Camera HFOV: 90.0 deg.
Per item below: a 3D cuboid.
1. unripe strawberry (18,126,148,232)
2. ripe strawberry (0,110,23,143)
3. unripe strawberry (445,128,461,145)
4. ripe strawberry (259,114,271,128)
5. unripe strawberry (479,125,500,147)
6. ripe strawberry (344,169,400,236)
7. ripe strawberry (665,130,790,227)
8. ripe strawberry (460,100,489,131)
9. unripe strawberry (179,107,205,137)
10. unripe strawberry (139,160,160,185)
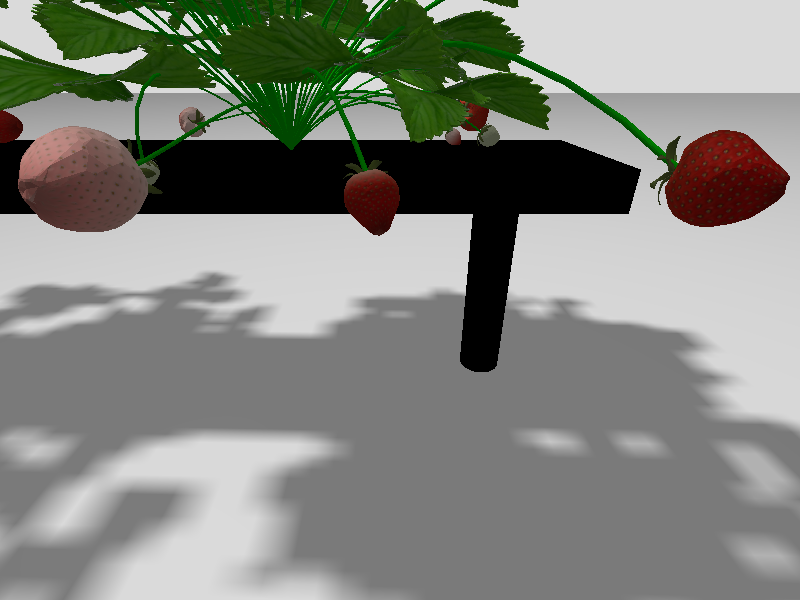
[{"bbox_3d":[-0.115,-0.042,0.144,0.036,0.038,0.038,3,29,6],"label":"unripe strawberry"},{"bbox_3d":[-0.349,-0.151,0.346,0.035,0.030,0.035,-3,29,-7],"label":"ripe strawberry"},{"bbox_3d":[0.047,-0.140,0.345,0.015,0.013,0.015,35,18,-24],"label":"unripe strawberry"},{"bbox_3d":[-0.158,-0.216,0.475,0.019,0.022,0.021,-11,5,-19],"label":"ripe strawberry"},{"bbox_3d":[0.077,-0.141,0.345,0.018,0.017,0.016,11,26,-13],"label":"unripe strawberry"},{"bbox_3d":[-0.010,-0.035,0.149,0.021,0.023,0.022,-11,-9,-19],"label":"ripe strawberry"},{"bbox_3d":[0.124,-0.045,0.153,0.036,0.035,0.033,27,39,34],"label":"ripe strawberry"},{"bbox_3d":[0.086,-0.216,0.461,0.040,0.039,0.037,-23,36,-36],"label":"ripe strawberry"},{"bbox_3d":[-0.207,-0.176,0.397,0.026,0.027,0.024,18,34,31],"label":"unripe strawberry"},{"bbox_3d":[-0.123,-0.062,0.196,0.011,0.011,0.011,6,29,11],"label":"unripe strawberry"}]
